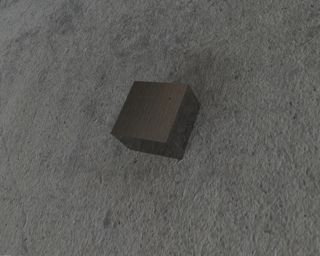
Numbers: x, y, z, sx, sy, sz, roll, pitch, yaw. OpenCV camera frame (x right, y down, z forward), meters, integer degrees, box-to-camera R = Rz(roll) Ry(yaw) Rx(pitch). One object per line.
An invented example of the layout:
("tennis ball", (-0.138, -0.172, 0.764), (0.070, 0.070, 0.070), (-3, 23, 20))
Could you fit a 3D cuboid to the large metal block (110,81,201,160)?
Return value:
("large metal block", (-0.003, -0.011, 0.397), (0.080, 0.050, 0.080), (8, 66, 31))
